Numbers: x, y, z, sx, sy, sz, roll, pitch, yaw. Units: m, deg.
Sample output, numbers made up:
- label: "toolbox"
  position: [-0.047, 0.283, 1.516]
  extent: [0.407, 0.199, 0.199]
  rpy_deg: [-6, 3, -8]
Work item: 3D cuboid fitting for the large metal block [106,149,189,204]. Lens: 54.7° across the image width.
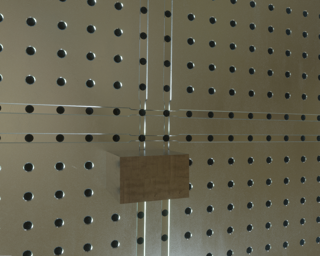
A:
- label: "large metal block"
  position: [-0.018, 0.055, 0.378]
  extent: [0.081, 0.080, 0.050]
  rpy_deg: [0, 90, -20]
